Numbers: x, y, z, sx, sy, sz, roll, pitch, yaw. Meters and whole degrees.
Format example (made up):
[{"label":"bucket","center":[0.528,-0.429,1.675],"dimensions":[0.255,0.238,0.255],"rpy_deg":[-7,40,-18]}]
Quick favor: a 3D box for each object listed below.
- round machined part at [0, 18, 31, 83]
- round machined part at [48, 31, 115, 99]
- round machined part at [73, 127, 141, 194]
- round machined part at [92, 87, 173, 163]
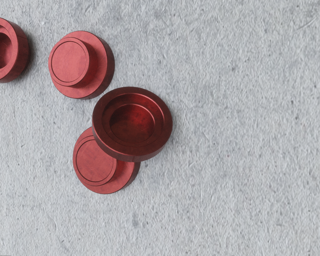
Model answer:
[{"label":"round machined part","center":[-0.245,-0.119,0.486],"dimensions":[0.098,0.042,0.097],"rpy_deg":[0,90,20]},{"label":"round machined part","center":[-0.118,-0.090,0.442],"dimensions":[0.098,0.042,0.097],"rpy_deg":[0,90,20]},{"label":"round machined part","center":[-0.080,0.043,0.428],"dimensions":[0.098,0.042,0.097],"rpy_deg":[0,90,20]},{"label":"round machined part","center":[-0.036,-0.001,0.395],"dimensions":[0.099,0.042,0.098],"rpy_deg":[6,60,-10]}]
